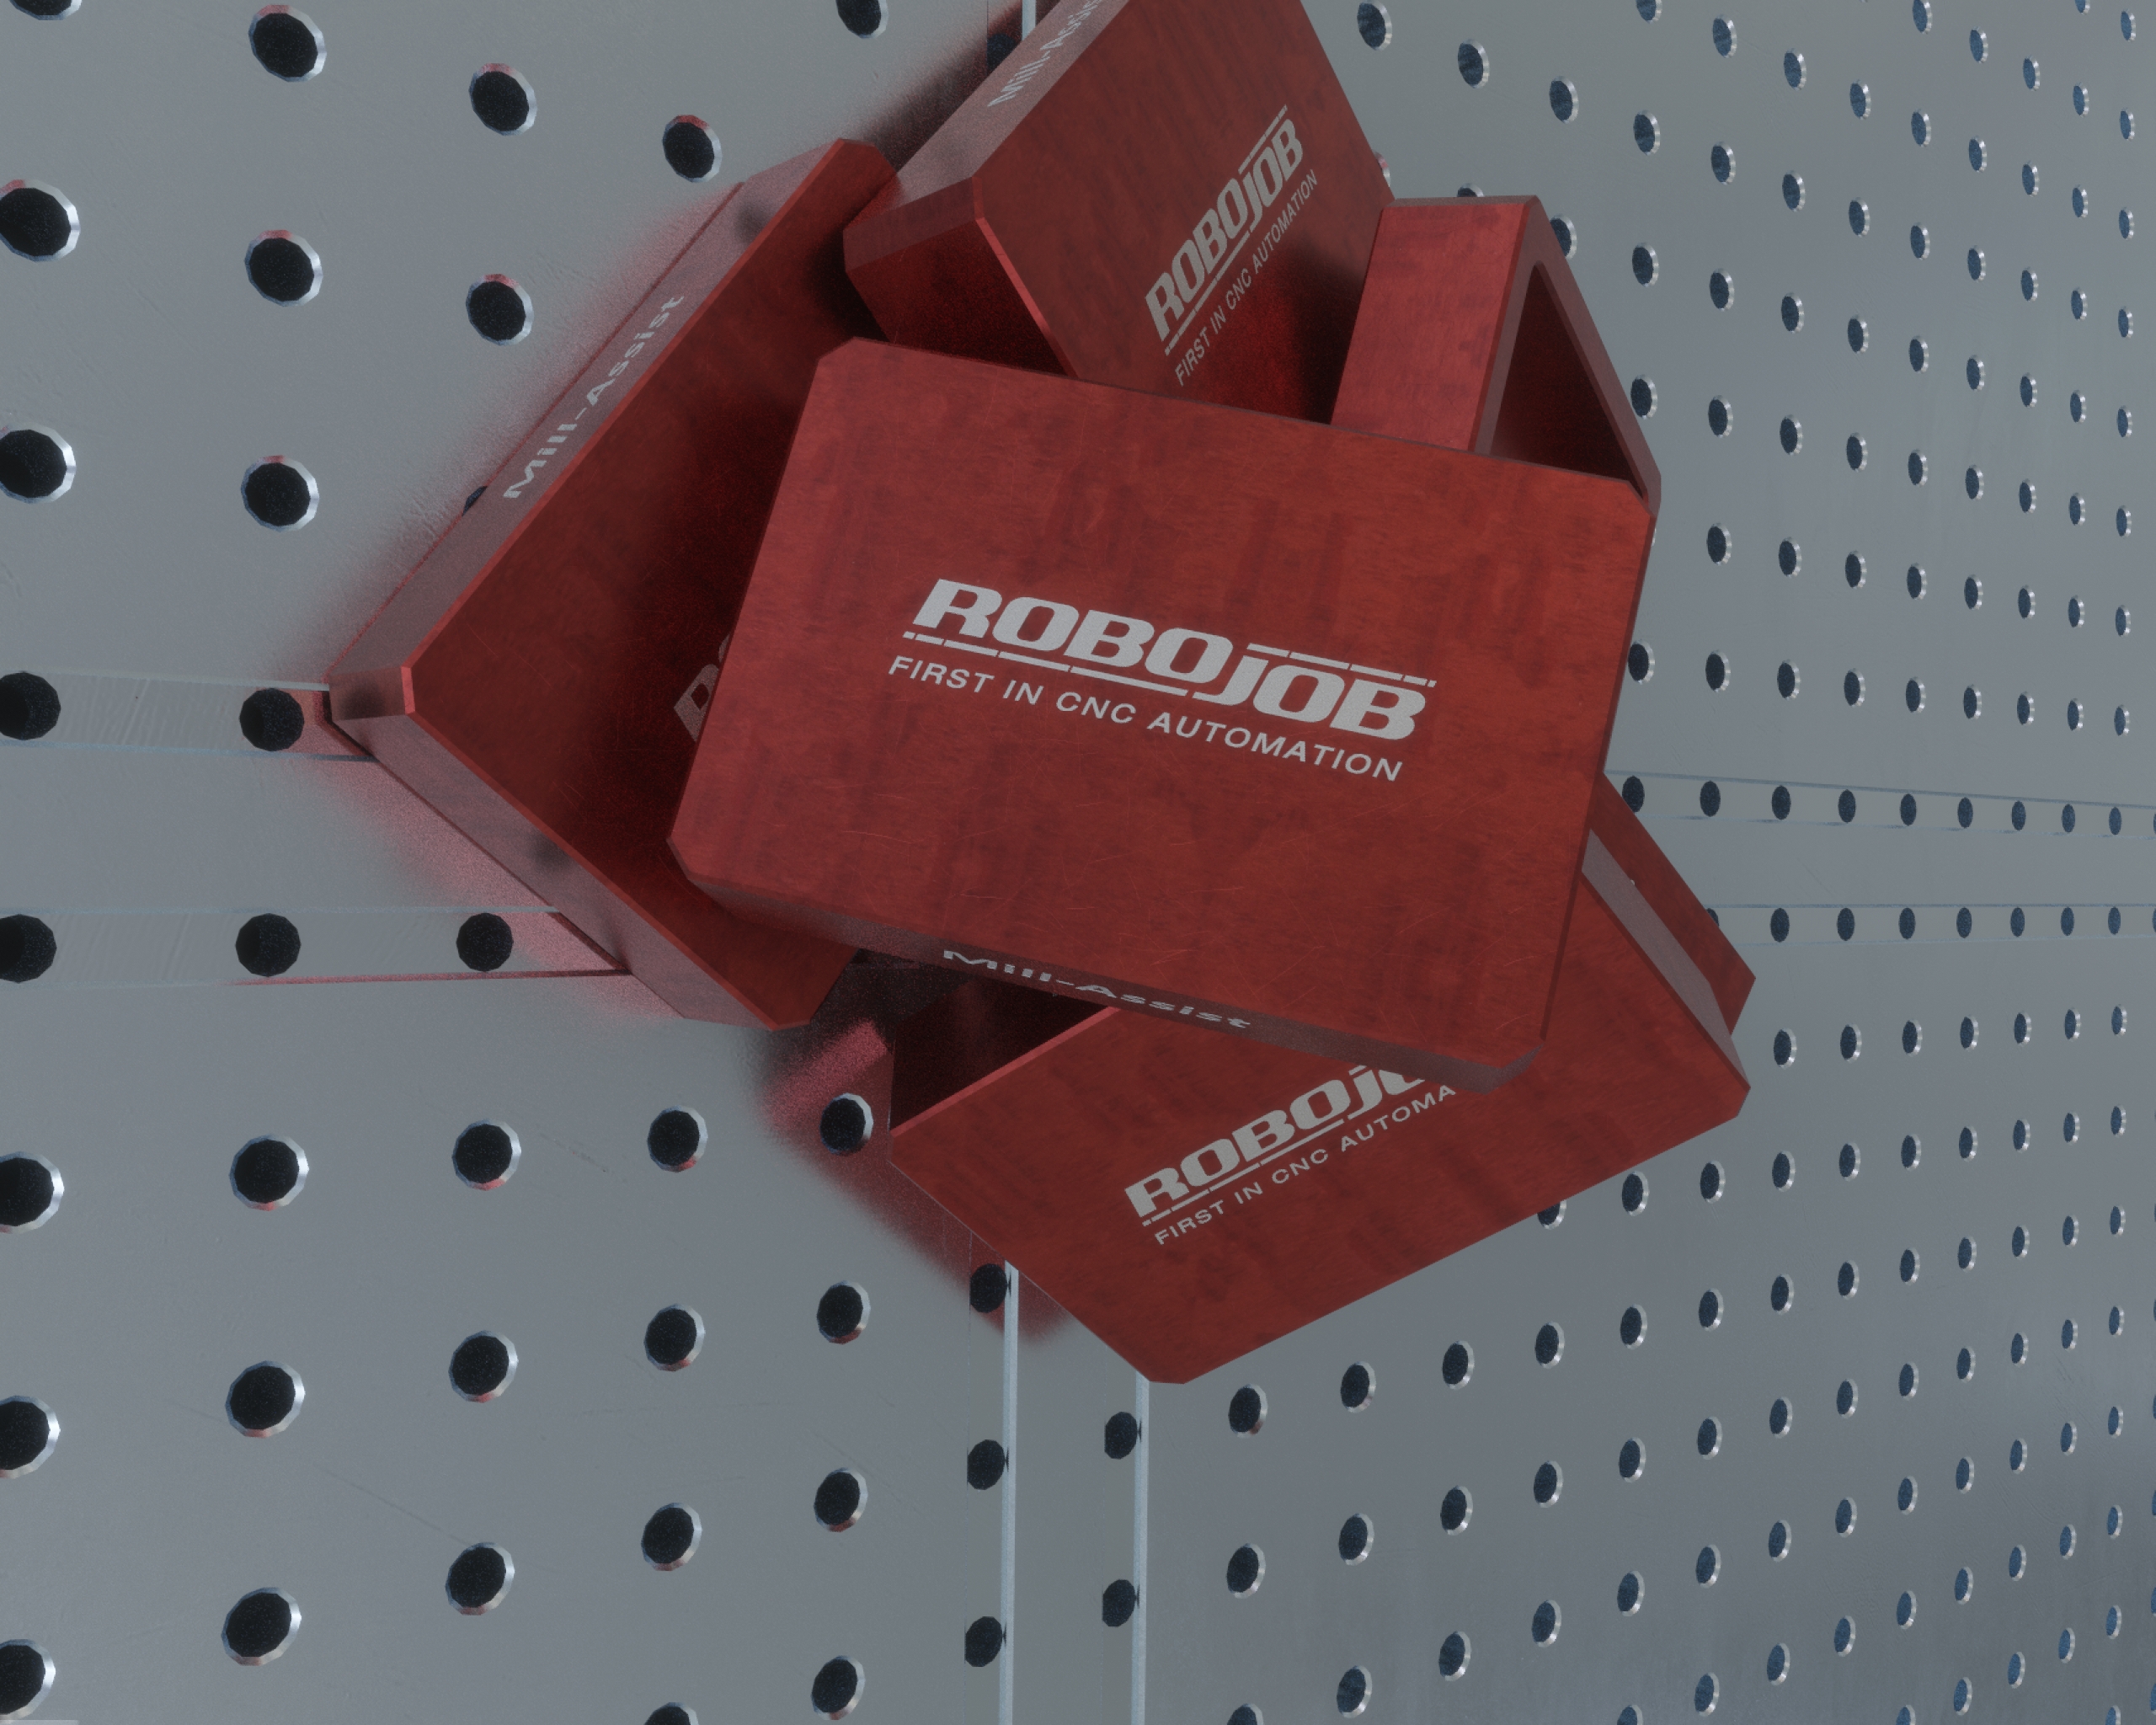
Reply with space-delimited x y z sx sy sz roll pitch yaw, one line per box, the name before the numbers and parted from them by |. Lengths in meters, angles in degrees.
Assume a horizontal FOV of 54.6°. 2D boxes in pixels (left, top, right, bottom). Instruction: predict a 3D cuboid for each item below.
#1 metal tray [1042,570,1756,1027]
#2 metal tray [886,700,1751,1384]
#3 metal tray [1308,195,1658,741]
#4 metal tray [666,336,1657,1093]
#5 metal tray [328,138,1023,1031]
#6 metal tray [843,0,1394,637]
metal tray | 0.065 -0.003 0.418 0.130 0.090 0.030 46 63 -31
metal tray | 0.042 0.038 0.381 0.090 0.130 0.030 46 24 -30
metal tray | 0.090 -0.070 0.448 0.130 0.030 0.090 33 68 -59
metal tray | 0.013 -0.024 0.321 0.030 0.130 0.090 67 37 -75
metal tray | -0.052 -0.048 0.361 0.090 0.030 0.130 47 62 -31
metal tray | 0.018 -0.114 0.395 0.090 0.030 0.130 56 44 -29
